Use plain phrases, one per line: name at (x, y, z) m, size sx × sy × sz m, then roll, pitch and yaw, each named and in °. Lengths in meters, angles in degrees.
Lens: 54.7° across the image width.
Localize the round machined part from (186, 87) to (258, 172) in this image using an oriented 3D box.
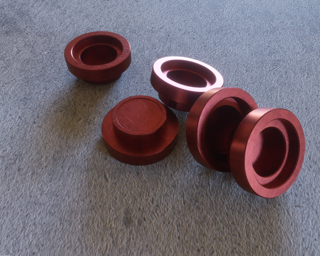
round machined part at (0.070, 0.000, 0.368) m, size 0.099 × 0.098 × 0.042 m, roll -32°, pitch 21°, yaw -24°

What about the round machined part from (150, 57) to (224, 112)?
round machined part at (0.035, -0.058, 0.430) m, size 0.099 × 0.042 × 0.098 m, roll 9°, pitch 37°, yaw -6°

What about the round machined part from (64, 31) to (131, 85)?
round machined part at (-0.093, -0.104, 0.479) m, size 0.099 × 0.042 × 0.098 m, roll 0°, pitch 50°, yaw 0°

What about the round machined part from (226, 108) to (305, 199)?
round machined part at (0.114, 0.025, 0.348) m, size 0.099 × 0.098 × 0.042 m, roll -32°, pitch 22°, yaw -24°

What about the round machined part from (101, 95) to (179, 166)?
round machined part at (-0.025, -0.004, 0.395) m, size 0.099 × 0.042 × 0.098 m, roll 0°, pitch 50°, yaw 0°
